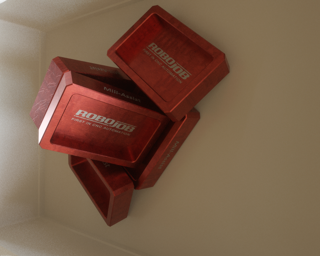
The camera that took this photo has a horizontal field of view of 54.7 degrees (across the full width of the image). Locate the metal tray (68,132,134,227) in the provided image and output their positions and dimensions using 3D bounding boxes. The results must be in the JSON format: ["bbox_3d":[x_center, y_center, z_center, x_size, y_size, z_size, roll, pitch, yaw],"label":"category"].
[{"bbox_3d":[-0.091,0.067,0.451,0.130,0.030,0.089,47,142,29],"label":"metal tray"}]

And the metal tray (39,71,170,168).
[{"bbox_3d":[-0.065,-0.004,0.372,0.089,0.131,0.030,-57,34,24],"label":"metal tray"}]

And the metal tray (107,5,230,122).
[{"bbox_3d":[0.006,-0.081,0.372,0.090,0.030,0.130,-44,60,2],"label":"metal tray"}]

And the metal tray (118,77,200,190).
[{"bbox_3d":[-0.016,0.006,0.412,0.090,0.030,0.129,46,117,29],"label":"metal tray"}]

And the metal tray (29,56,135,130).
[{"bbox_3d":[-0.090,-0.038,0.407,0.030,0.131,0.089,48,119,30],"label":"metal tray"}]
